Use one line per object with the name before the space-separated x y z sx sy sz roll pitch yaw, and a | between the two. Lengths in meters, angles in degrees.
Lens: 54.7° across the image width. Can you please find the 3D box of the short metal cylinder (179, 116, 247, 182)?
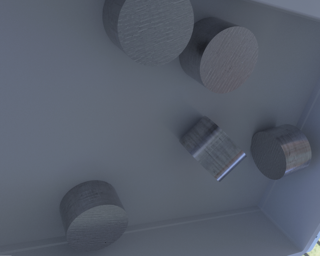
short metal cylinder | 0.072 0.028 0.430 0.050 0.080 0.080 -45 129 3

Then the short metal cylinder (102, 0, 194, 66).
short metal cylinder | -0.013 -0.110 0.317 0.081 0.050 0.079 -14 124 -21

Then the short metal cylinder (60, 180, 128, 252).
short metal cylinder | -0.089 0.118 0.416 0.081 0.050 0.079 -14 124 -21

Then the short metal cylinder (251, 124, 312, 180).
short metal cylinder | 0.194 0.038 0.502 0.050 0.080 0.079 -15 125 -20

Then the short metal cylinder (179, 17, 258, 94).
short metal cylinder | 0.070 -0.088 0.376 0.081 0.050 0.079 -14 124 -21
